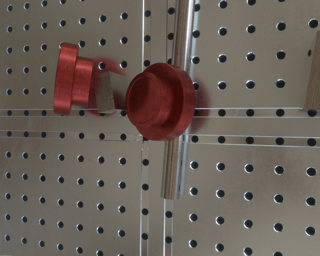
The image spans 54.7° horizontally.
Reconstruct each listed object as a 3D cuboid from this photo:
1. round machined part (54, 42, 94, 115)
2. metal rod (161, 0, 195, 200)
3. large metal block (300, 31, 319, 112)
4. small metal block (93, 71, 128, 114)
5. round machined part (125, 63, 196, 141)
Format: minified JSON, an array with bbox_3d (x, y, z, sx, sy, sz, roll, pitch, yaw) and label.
[{"bbox_3d":[-0.116,-0.065,0.424,0.042,0.098,0.097,7,93,-15],"label":"round machined part"},{"bbox_3d":[0.025,-0.058,0.403,0.025,0.025,0.298,5,92,20],"label":"metal rod"},{"bbox_3d":[0.201,-0.054,0.328,0.080,0.050,0.079,10,93,19],"label":"large metal block"},{"bbox_3d":[-0.064,-0.047,0.422,0.025,0.050,0.050,-11,87,20],"label":"small metal block"},{"bbox_3d":[-0.007,-0.033,0.385,0.098,0.042,0.097,-3,86,46],"label":"round machined part"}]
